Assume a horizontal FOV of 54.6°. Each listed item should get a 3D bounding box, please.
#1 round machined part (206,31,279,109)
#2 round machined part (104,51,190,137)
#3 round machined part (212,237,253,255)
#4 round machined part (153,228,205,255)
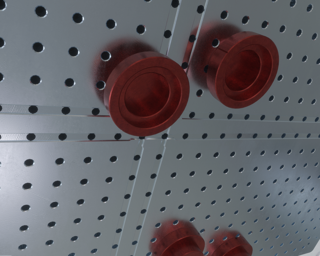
[{"bbox_3d":[0.103,-0.078,0.407,0.099,0.042,0.097,-14,124,-21],"label":"round machined part"},{"bbox_3d":[-0.018,-0.042,0.364,0.099,0.042,0.097,-14,124,-21],"label":"round machined part"},{"bbox_3d":[0.159,0.285,0.661,0.099,0.042,0.097,-14,124,-21],"label":"round machined part"},{"bbox_3d":[0.040,0.233,0.565,0.099,0.042,0.097,-14,124,-21],"label":"round machined part"}]
